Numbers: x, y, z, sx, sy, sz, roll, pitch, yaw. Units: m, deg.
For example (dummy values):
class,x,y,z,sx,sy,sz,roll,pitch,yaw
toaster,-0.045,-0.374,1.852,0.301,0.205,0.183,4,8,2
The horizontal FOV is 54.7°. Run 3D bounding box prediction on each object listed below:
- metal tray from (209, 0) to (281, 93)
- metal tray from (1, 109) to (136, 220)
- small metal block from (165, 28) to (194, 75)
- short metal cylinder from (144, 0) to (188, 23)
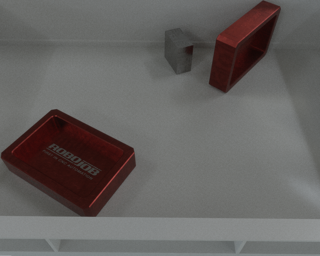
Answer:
class,x,y,z,sx,sy,sz,roll,pitch,yaw
metal tray,0.128,-0.123,0.467,0.030,0.089,0.131,33,57,24
metal tray,-0.106,0.038,0.368,0.130,0.030,0.090,25,54,19
small metal block,0.029,-0.122,0.492,0.025,0.050,0.050,-17,52,-14
short metal cylinder,0.009,-0.246,0.579,0.081,0.080,0.050,-4,50,-4
